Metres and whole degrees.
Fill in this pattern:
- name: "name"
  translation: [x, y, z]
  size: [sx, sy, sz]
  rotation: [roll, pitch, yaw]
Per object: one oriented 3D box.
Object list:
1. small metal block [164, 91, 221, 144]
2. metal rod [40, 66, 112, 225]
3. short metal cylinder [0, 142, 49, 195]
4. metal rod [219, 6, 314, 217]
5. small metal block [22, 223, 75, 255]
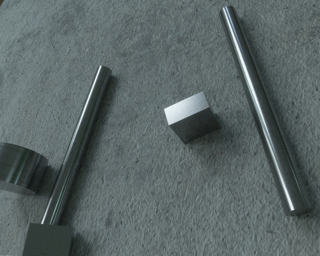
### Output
- name: "small metal block"
  translation: [0.040, -0.011, 0.374]
  size: [0.050, 0.050, 0.025]
  rotation: [-25, 53, 13]
- name: "metal rod"
  translation: [-0.122, 0.037, 0.445]
  size: [0.025, 0.025, 0.300]
  rotation: [-1, 61, 28]
- name: "short metal cylinder"
  translation: [-0.208, 0.060, 0.441]
  size: [0.080, 0.080, 0.050]
  rotation: [-2, 61, 27]
- name: "metal rod"
  translation: [0.114, -0.045, 0.371]
  size: [0.025, 0.025, 0.299]
  rotation: [-19, 54, 17]
- name: "small metal block"
  translation: [-0.132, 0.142, 0.368]
  size: [0.050, 0.025, 0.050]
  rotation: [8, 65, -8]
